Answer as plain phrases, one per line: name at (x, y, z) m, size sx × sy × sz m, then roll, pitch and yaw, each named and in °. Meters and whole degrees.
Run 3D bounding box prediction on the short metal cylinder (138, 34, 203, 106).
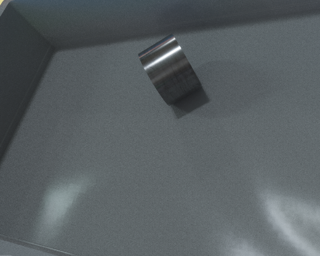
short metal cylinder at (0.014, -0.076, 0.408) m, size 0.050 × 0.080 × 0.080 m, roll -30°, pitch 52°, yaw 9°
